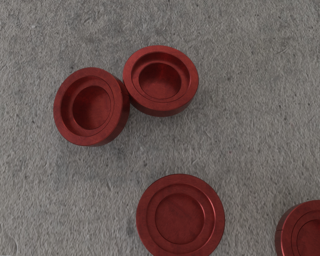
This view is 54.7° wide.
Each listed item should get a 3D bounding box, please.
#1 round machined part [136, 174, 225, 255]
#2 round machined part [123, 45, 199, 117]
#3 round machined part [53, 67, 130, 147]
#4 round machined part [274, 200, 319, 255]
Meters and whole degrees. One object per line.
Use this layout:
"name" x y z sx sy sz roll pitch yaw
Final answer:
"round machined part" 0.023 0.106 0.361 0.099 0.042 0.098 0 70 0
"round machined part" -0.001 -0.059 0.416 0.099 0.042 0.098 3 67 -7
"round machined part" -0.082 -0.024 0.395 0.098 0.042 0.097 -3 82 20
"round machined part" 0.179 0.134 0.351 0.099 0.042 0.098 0 70 0
